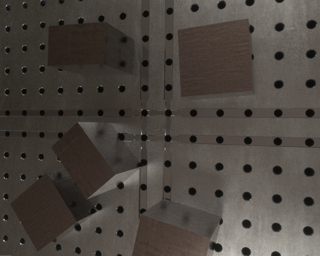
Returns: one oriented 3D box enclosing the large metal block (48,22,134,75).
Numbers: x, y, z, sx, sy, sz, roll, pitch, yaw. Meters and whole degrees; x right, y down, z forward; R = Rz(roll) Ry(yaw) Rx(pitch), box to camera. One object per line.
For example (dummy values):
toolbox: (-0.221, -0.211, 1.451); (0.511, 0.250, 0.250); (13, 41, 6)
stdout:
large metal block: (-0.089, -0.102, 0.414); (0.080, 0.080, 0.050); (3, 91, 19)

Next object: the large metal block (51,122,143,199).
large metal block: (-0.080, 0.039, 0.410); (0.050, 0.080, 0.080); (-41, 77, 15)

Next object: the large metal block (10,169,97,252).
large metal block: (-0.155, 0.117, 0.452); (0.080, 0.050, 0.080); (-39, 78, 15)

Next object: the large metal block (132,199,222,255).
large metal block: (0.024, 0.130, 0.374); (0.080, 0.080, 0.050); (13, 95, 19)

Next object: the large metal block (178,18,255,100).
large metal block: (0.069, -0.078, 0.375); (0.080, 0.050, 0.079); (-3, 89, 19)
